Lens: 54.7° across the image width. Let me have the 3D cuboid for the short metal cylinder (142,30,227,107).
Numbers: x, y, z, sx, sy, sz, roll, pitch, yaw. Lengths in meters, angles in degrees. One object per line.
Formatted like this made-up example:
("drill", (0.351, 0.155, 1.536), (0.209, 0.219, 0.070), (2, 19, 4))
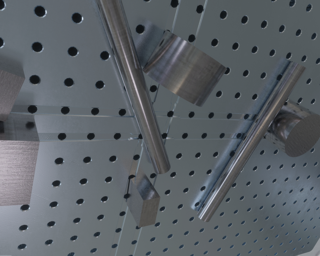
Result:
("short metal cylinder", (0.027, -0.066, 0.349), (0.080, 0.080, 0.050), (23, 106, -37))

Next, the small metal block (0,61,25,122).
("small metal block", (-0.165, -0.039, 0.296), (0.050, 0.025, 0.050), (20, 108, -36))

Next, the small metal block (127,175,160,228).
("small metal block", (-0.025, 0.105, 0.446), (0.025, 0.050, 0.050), (-4, 121, -26))

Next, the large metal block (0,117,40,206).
("large metal block", (-0.175, 0.034, 0.320), (0.081, 0.050, 0.079), (4, 117, -30))

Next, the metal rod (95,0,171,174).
("metal rod", (-0.031, -0.057, 0.358), (0.025, 0.025, 0.299), (-26, 128, -12))

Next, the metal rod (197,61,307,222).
("metal rod", (0.143, 0.032, 0.508), (0.025, 0.025, 0.298), (16, 110, -35))

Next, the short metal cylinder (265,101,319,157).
("short metal cylinder", (0.222, 0.002, 0.517), (0.081, 0.050, 0.079), (-14, 124, -21))
